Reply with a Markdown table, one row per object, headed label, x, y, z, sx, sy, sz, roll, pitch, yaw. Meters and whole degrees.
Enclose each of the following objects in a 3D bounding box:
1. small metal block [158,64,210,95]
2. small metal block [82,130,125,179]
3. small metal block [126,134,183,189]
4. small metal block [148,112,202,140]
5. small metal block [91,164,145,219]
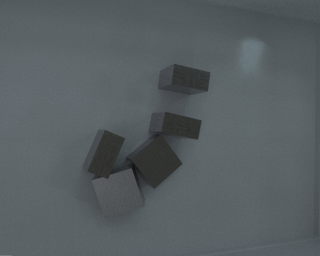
| label | x | y | z | sx | sy | sz | roll | pitch | yaw |
| --- | --- | --- | --- | --- | --- | --- | --- | --- | --- |
| small metal block | 0.031 | -0.062 | 0.408 | 0.050 | 0.050 | 0.025 | 9 | 87 | -20 |
| small metal block | -0.069 | 0.030 | 0.372 | 0.025 | 0.050 | 0.050 | 25 | 82 | -18 |
| small metal block | -0.007 | 0.043 | 0.408 | 0.050 | 0.025 | 0.050 | -40 | 103 | -16 |
| small metal block | 0.018 | -0.003 | 0.404 | 0.050 | 0.050 | 0.025 | 12 | 86 | -20 |
| small metal block | -0.050 | 0.077 | 0.384 | 0.050 | 0.025 | 0.050 | -17 | 97 | 1 |
